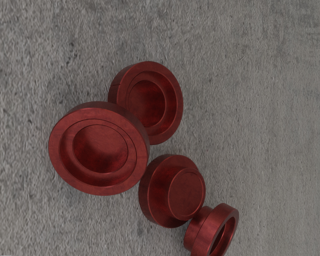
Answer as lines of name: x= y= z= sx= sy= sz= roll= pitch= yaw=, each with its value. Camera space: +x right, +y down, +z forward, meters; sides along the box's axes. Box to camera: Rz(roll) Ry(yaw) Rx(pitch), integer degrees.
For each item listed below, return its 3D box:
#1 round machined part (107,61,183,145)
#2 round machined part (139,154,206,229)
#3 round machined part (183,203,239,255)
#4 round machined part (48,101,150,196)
round machined part: x=-0.021 y=-0.029 z=0.376 sx=0.099 sy=0.042 sz=0.097 roll=0 pitch=90 yaw=-40
round machined part: x=0.023 y=0.085 z=0.413 sx=0.099 sy=0.042 sz=0.097 roll=0 pitch=90 yaw=-40
round machined part: x=0.069 y=0.150 z=0.437 sx=0.099 sy=0.042 sz=0.097 roll=-33 pitch=135 yaw=-41
round machined part: x=-0.059 y=0.018 z=0.321 sx=0.042 sy=0.098 sz=0.098 roll=-81 pitch=148 yaw=-66
